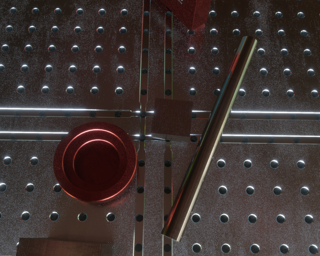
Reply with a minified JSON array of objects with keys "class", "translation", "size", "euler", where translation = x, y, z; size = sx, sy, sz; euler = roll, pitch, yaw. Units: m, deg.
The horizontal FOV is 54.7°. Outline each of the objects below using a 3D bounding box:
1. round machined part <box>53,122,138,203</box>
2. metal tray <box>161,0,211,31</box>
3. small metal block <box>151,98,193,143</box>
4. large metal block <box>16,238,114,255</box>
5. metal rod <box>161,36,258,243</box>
[{"class":"round machined part","translation":[-0.077,0.045,0.385],"size":[0.099,0.042,0.098],"euler":[0,70,-1]},{"class":"metal tray","translation":[0.022,-0.219,0.457],"size":[0.030,0.090,0.130],"euler":[-36,74,-12]},{"class":"small metal block","translation":[0.016,-0.010,0.416],"size":[0.050,0.025,0.050],"euler":[6,70,2]},{"class":"large metal block","translation":[-0.098,0.146,0.328],"size":[0.081,0.080,0.050],"euler":[4,70,1]},{"class":"metal rod","translation":[0.073,0.001,0.412],"size":[0.025,0.025,0.300],"euler":[22,71,7]}]
